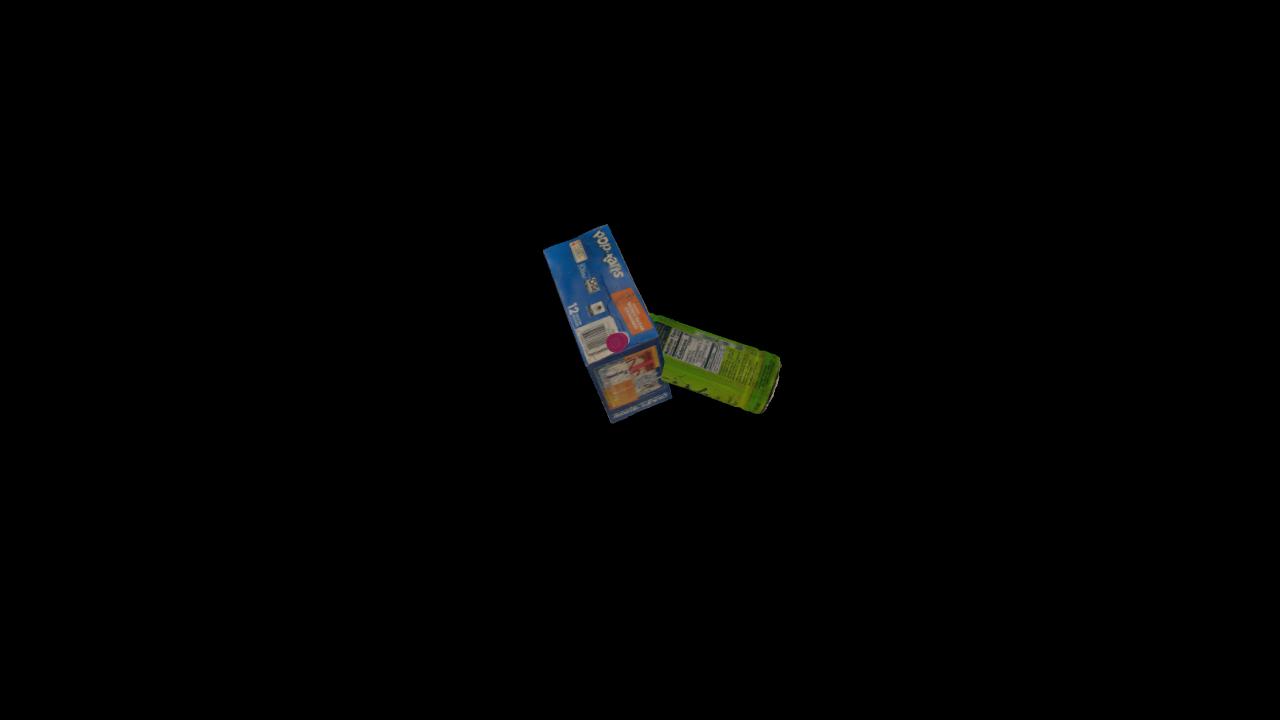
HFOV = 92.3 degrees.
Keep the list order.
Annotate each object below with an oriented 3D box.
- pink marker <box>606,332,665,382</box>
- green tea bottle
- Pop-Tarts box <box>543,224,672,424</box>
[{"bbox_3d":[-0.014,-0.023,0.632,0.020,0.020,0.121,0,7,9],"label":"pink marker"},{"bbox_3d":[0.046,-0.007,0.678,0.212,0.073,0.073,22,2,4],"label":"green tea bottle"},{"bbox_3d":[-0.034,-0.039,0.700,0.083,0.167,0.141,-21,-32,-3],"label":"Pop-Tarts box"}]
